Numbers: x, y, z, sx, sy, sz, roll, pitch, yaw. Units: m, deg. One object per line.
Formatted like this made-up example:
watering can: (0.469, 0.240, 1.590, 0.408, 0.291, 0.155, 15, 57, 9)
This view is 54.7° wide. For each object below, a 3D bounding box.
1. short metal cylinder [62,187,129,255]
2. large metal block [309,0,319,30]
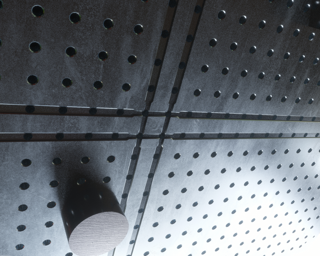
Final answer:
short metal cylinder: (-0.090, 0.129, 0.427, 0.081, 0.050, 0.079, -14, 125, -21)
large metal block: (0.269, -0.165, 0.424, 0.081, 0.080, 0.050, -21, 127, -16)
